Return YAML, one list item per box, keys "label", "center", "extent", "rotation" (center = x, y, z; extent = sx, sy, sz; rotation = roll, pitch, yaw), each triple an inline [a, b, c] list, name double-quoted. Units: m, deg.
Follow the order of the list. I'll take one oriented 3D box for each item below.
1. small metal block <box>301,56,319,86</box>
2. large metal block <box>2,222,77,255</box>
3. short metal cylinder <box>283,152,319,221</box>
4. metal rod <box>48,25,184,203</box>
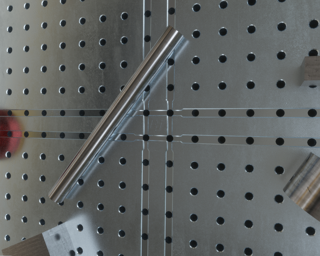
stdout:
- label: "small metal block"
  center: [0.182, -0.061, 0.335]
  extent: [0.050, 0.050, 0.025]
  rotation: [1, 91, 20]
- label: "large metal block"
  center: [-0.174, 0.199, 0.461]
  extent: [0.080, 0.050, 0.080]
  rotation: [-26, 82, 18]
- label: "short metal cylinder"
  center: [0.178, 0.068, 0.320]
  extent: [0.080, 0.080, 0.050]
  rotation: [35, 101, 16]
- label: "metal rod"
  center: [-0.068, -0.011, 0.436]
  extent: [0.025, 0.025, 0.299]
  rotation: [41, 103, 15]
